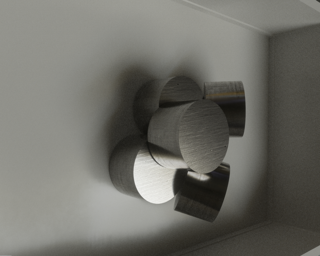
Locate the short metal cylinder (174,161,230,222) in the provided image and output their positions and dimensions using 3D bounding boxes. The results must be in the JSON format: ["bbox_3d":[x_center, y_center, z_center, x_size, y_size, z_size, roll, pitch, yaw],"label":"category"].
[{"bbox_3d":[0.054,0.077,0.408,0.050,0.080,0.080,18,75,3],"label":"short metal cylinder"}]

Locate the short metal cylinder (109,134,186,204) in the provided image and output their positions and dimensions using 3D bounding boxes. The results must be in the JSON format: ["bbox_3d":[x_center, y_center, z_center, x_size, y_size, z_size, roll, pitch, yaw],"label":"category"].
[{"bbox_3d":[-0.014,0.048,0.379,0.081,0.050,0.079,0,90,-40],"label":"short metal cylinder"}]

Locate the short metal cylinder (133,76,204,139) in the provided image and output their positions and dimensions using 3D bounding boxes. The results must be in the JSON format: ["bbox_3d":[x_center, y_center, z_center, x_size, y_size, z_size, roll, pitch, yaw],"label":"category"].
[{"bbox_3d":[0.013,-0.025,0.401,0.081,0.050,0.079,0,90,-40],"label":"short metal cylinder"}]

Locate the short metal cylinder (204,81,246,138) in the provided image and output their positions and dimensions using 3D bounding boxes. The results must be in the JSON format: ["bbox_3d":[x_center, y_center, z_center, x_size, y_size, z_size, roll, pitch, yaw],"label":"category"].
[{"bbox_3d":[0.089,-0.026,0.438,0.080,0.050,0.079,-3,92,-84],"label":"short metal cylinder"}]

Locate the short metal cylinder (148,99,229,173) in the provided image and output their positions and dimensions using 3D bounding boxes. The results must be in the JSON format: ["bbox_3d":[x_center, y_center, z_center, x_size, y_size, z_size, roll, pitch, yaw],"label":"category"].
[{"bbox_3d":[0.033,0.009,0.351,0.081,0.050,0.079,0,90,-40],"label":"short metal cylinder"}]
